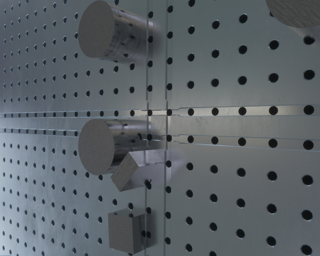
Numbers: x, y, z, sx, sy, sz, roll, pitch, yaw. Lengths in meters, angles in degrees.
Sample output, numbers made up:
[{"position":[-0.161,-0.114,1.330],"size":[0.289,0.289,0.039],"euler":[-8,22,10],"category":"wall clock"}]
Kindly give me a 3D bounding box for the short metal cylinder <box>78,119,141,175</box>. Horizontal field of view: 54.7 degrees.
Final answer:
[{"position":[-0.075,0.027,0.455],"size":[0.080,0.050,0.079],"euler":[0,90,40],"category":"short metal cylinder"}]

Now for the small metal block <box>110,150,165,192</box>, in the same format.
[{"position":[-0.030,0.057,0.418],"size":[0.025,0.050,0.050],"euler":[51,120,27],"category":"small metal block"}]

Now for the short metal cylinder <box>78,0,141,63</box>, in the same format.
[{"position":[-0.075,-0.139,0.455],"size":[0.080,0.050,0.079],"euler":[0,90,40],"category":"short metal cylinder"}]

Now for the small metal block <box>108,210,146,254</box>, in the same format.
[{"position":[-0.048,0.149,0.449],"size":[0.050,0.025,0.050],"euler":[-5,87,40],"category":"small metal block"}]

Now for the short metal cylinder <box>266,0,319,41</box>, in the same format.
[{"position":[0.143,-0.123,0.275],"size":[0.080,0.050,0.079],"euler":[0,90,40],"category":"short metal cylinder"}]
